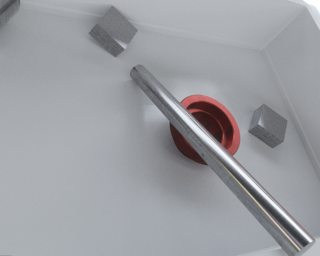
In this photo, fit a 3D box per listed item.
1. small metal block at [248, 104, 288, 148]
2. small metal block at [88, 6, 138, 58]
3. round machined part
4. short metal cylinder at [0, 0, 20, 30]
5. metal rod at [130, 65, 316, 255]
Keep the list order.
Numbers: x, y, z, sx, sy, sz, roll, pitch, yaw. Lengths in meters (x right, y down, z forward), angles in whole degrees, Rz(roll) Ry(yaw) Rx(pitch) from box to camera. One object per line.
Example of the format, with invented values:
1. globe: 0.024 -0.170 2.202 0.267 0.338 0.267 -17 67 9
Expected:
1. small metal block: 0.177 -0.003 0.506 0.050 0.025 0.050 34 51 -6
2. small metal block: -0.067 -0.139 0.448 0.050 0.025 0.050 40 49 -20
3. round machined part: 0.057 0.006 0.423 0.099 0.042 0.098 14 56 -21
4. short metal cylinder: -0.209 -0.146 0.347 0.080 0.080 0.050 27 53 -12
5. metal rod: 0.043 0.010 0.347 0.025 0.025 0.300 -9 42 -32
